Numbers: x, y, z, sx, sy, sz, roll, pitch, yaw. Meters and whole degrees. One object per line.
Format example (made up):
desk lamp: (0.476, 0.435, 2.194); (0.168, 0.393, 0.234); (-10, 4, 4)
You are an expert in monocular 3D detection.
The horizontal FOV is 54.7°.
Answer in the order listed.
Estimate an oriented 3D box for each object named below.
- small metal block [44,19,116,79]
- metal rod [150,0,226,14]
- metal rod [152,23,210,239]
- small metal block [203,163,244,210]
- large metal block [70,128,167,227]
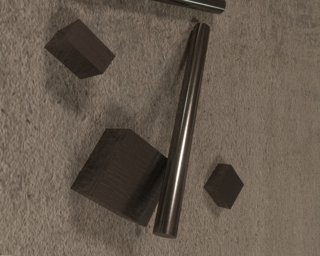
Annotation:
small metal block: (-0.083, -0.079, 0.320); (0.050, 0.050, 0.025); (44, 64, -32)
metal rod: (-0.022, -0.176, 0.387); (0.302, 0.025, 0.025); (-8, 95, -40)
metal rod: (0.033, -0.018, 0.389); (0.025, 0.025, 0.300); (35, 55, -35)
small metal block: (0.103, 0.092, 0.494); (0.050, 0.025, 0.050); (-52, 121, -28)
large metal block: (-0.040, 0.056, 0.357); (0.080, 0.050, 0.080); (41, 65, -33)
